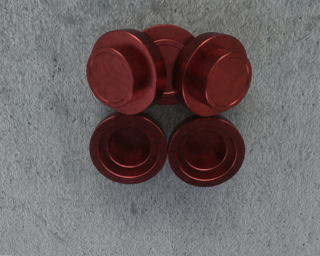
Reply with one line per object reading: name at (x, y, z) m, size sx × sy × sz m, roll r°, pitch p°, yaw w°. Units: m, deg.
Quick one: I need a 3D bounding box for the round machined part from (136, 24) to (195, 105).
round machined part at (0.006, -0.074, 0.374) m, size 0.099 × 0.042 × 0.097 m, roll 0°, pitch 110°, yaw -1°

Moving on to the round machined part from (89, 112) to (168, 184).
round machined part at (-0.040, 0.022, 0.409) m, size 0.099 × 0.042 × 0.097 m, roll 0°, pitch 110°, yaw -1°

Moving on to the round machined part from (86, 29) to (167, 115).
round machined part at (-0.045, -0.061, 0.353) m, size 0.098 × 0.042 × 0.097 m, roll 14°, pitch 118°, yaw 30°

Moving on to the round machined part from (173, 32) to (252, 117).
round machined part at (0.067, -0.058, 0.358) m, size 0.099 × 0.042 × 0.097 m, roll -15°, pitch 120°, yaw -28°

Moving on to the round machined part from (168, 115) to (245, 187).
round machined part at (0.059, 0.026, 0.412) m, size 0.099 × 0.042 × 0.097 m, roll 0°, pitch 110°, yaw -1°
